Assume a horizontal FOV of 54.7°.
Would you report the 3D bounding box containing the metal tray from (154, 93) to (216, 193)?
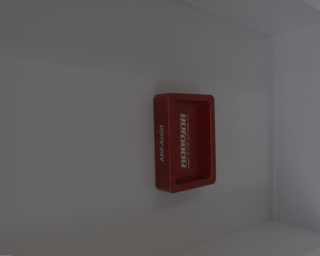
[{"bbox_3d":[0.037,0.018,0.433,0.091,0.030,0.129,-3,92,-40],"label":"metal tray"}]
